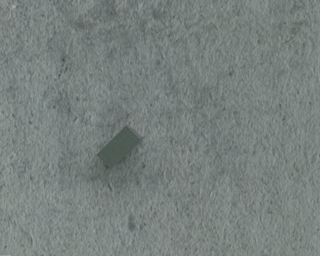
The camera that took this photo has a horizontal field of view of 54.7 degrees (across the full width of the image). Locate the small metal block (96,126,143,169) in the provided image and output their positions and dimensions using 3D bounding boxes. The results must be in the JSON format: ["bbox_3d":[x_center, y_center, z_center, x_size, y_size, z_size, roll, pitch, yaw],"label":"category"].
[{"bbox_3d":[-0.050,0.023,0.397,0.050,0.050,0.025,-45,91,0],"label":"small metal block"}]
